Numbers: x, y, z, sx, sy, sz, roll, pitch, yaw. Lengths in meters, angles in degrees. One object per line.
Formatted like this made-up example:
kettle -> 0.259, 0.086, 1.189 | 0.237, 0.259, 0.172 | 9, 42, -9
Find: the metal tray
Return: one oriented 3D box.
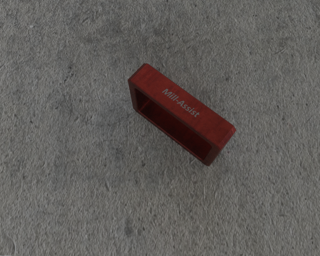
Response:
metal tray -> 0.023, -0.013, 0.380 | 0.130, 0.090, 0.030 | 38, 74, 12
